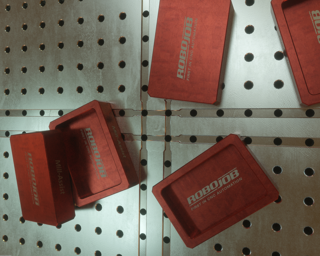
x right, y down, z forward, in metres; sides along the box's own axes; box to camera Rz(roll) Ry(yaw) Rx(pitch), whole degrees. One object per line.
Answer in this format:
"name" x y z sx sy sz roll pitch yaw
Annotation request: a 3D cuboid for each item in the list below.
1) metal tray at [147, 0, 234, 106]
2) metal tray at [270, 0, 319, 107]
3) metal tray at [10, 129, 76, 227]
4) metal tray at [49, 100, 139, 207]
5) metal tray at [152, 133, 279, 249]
"metal tray" 0.039 -0.098 0.396 0.090 0.030 0.129 9 93 19
"metal tray" 0.186 -0.097 0.344 0.090 0.030 0.129 -17 85 18
"metal tray" -0.171 0.070 0.448 0.090 0.030 0.129 -5 94 37
"metal tray" -0.096 0.036 0.442 0.090 0.030 0.129 -24 82 18
"metal tray" 0.066 0.077 0.386 0.130 0.030 0.090 -37 79 16
